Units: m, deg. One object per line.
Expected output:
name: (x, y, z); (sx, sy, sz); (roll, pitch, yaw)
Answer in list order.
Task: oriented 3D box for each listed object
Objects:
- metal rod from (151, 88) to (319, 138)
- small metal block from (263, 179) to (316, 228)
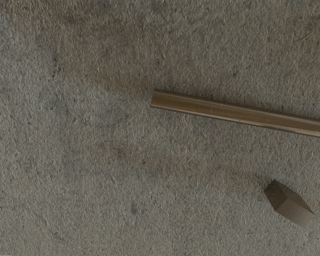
metal rod: (0.139, -0.012, 0.407); (0.302, 0.025, 0.025); (10, 110, -4)
small metal block: (0.182, 0.106, 0.438); (0.050, 0.050, 0.025); (32, 107, -12)
